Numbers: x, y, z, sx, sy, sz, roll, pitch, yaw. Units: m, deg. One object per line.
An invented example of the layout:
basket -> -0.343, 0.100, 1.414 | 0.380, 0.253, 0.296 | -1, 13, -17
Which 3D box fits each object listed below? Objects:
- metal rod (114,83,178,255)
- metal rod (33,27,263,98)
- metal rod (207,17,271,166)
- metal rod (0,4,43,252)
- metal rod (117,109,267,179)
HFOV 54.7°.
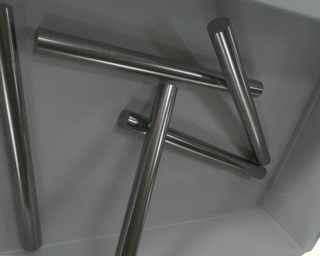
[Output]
metal rod -> -0.026, 0.093, 0.368 | 0.025, 0.025, 0.299 | 18, 84, -35
metal rod -> 0.011, -0.070, 0.371 | 0.302, 0.025, 0.025 | 6, 116, -31
metal rod -> 0.121, -0.025, 0.431 | 0.025, 0.025, 0.300 | -39, 138, -2
metal rod -> -0.155, 0.024, 0.338 | 0.025, 0.025, 0.298 | -8, 122, -24
metal rod -> 0.068, 0.034, 0.466 | 0.302, 0.025, 0.025 | 22, 106, -36
